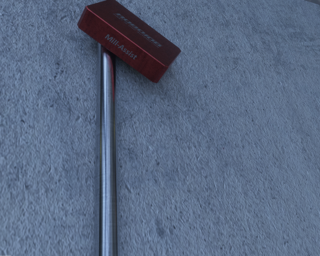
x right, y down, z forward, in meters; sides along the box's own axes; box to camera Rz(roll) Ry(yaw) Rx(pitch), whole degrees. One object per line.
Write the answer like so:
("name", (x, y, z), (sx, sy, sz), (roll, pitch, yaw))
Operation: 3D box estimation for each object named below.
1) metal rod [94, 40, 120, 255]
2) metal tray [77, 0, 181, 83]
("metal rod", (-0.062, 0.014, 0.361), (0.025, 0.025, 0.299), (9, 58, -24))
("metal tray", (-0.038, -0.126, 0.439), (0.130, 0.030, 0.090), (36, 32, -4))
